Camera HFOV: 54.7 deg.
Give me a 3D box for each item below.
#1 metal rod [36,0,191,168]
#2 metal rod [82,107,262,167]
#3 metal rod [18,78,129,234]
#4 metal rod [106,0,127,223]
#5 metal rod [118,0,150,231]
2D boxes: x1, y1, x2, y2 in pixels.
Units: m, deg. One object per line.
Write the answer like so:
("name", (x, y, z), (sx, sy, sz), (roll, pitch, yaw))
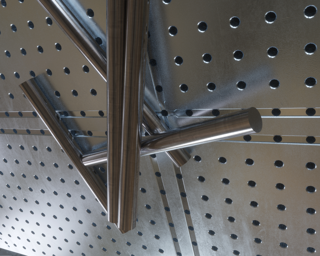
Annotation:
("metal rod", (-0.062, -0.069, 0.399), (0.025, 0.025, 0.300), (-33, 100, 38))
("metal rod", (-0.013, 0.022, 0.396), (0.299, 0.025, 0.025), (-16, 111, 45))
("metal rod", (-0.133, 0.054, 0.512), (0.025, 0.025, 0.299), (-19, 109, 35))
("metal rod", (-0.054, -0.014, 0.388), (0.025, 0.025, 0.298), (11, 111, 22))
("metal rod", (-0.033, -0.012, 0.372), (0.025, 0.025, 0.298), (11, 108, 21))
